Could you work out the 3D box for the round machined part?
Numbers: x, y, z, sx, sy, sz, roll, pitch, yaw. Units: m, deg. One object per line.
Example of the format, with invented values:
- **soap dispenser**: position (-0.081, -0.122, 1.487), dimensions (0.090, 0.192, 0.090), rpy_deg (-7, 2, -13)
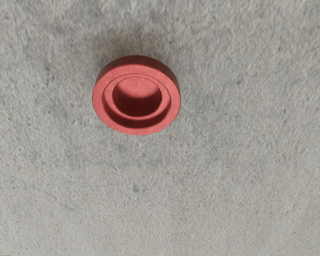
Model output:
- **round machined part**: position (-0.026, -0.041, 0.361), dimensions (0.099, 0.042, 0.097), rpy_deg (-1, 130, 0)
